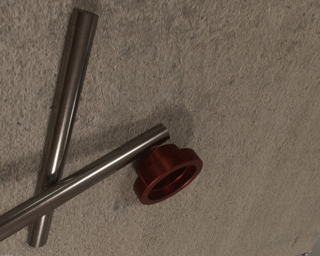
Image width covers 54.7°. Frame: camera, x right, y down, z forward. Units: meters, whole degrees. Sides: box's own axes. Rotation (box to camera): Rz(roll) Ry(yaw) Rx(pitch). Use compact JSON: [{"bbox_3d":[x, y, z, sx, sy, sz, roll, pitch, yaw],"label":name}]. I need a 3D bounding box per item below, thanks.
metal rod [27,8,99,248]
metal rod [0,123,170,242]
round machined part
[{"bbox_3d":[-0.117,0.018,0.354,0.025,0.025,0.298,5,116,-31],"label":"metal rod"},{"bbox_3d":[-0.115,0.075,0.359,0.302,0.025,0.025,-30,129,-22],"label":"metal rod"},{"bbox_3d":[0.006,0.059,0.423,0.099,0.042,0.098,-27,151,-16],"label":"round machined part"}]
